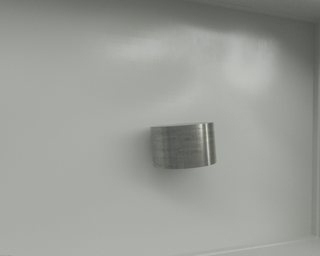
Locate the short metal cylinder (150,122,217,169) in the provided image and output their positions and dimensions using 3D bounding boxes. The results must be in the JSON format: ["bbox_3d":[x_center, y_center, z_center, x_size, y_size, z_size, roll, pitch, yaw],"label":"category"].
[{"bbox_3d":[0.030,0.020,0.393,0.081,0.080,0.050,-5,92,-20],"label":"short metal cylinder"}]
